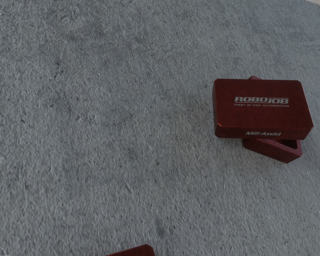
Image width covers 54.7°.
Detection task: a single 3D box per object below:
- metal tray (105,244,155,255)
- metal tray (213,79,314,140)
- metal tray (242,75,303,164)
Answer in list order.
[{"bbox_3d":[-0.058,0.164,0.268,0.131,0.030,0.090,-4,64,-30],"label":"metal tray"},{"bbox_3d":[0.146,-0.029,0.457,0.131,0.030,0.090,2,55,2],"label":"metal tray"},{"bbox_3d":[0.179,-0.016,0.506,0.091,0.030,0.130,20,54,-17],"label":"metal tray"}]
